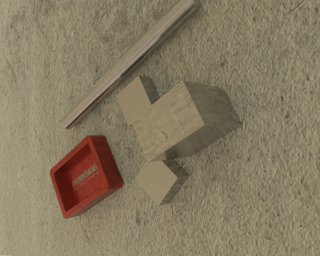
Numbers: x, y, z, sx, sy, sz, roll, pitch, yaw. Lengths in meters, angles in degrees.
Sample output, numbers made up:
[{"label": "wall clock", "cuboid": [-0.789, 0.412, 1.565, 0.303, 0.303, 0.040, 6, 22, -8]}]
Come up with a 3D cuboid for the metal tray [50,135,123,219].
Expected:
[{"label": "metal tray", "cuboid": [-0.123, 0.080, 0.500, 0.130, 0.030, 0.090, -38, 67, 33]}]

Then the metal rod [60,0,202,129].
[{"label": "metal rod", "cuboid": [-0.060, -0.082, 0.451, 0.299, 0.025, 0.025, -36, 68, 34]}]

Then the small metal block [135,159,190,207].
[{"label": "small metal block", "cuboid": [0.002, 0.064, 0.401, 0.050, 0.025, 0.050, 45, 117, 30]}]

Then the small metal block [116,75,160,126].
[{"label": "small metal block", "cuboid": [-0.028, -0.036, 0.426, 0.050, 0.025, 0.050, -36, 68, 34]}]

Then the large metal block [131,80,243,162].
[{"label": "large metal block", "cuboid": [0.030, -0.005, 0.343, 0.080, 0.081, 0.050, -36, 68, 34]}]
